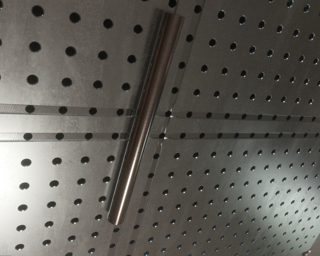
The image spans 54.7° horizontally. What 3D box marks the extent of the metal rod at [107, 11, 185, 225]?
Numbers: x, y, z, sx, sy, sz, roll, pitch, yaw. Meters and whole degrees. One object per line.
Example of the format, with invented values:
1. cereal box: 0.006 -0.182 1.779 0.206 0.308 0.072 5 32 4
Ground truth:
1. metal rod: -0.025 0.004 0.401 0.025 0.025 0.298 3 117 -30
